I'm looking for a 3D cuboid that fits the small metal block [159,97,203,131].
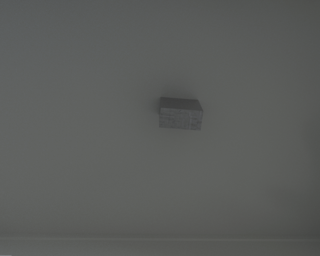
[{"bbox_3d":[0.025,-0.019,0.391,0.050,0.050,0.025,4,110,-2],"label":"small metal block"}]
